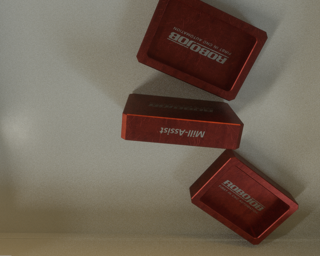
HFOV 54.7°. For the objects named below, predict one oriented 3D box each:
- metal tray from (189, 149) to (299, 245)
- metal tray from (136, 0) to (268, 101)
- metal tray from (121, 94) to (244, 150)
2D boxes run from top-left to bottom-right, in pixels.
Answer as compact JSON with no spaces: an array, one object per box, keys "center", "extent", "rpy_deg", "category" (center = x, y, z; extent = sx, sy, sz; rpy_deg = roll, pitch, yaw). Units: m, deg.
[{"center":[0.120,0.101,0.447],"extent":[0.130,0.030,0.090],"rpy_deg":[36,106,-13],"category":"metal tray"},{"center":[0.048,-0.099,0.372],"extent":[0.131,0.030,0.089],"rpy_deg":[22,108,-9],"category":"metal tray"},{"center":[0.024,-0.011,0.373],"extent":[0.131,0.090,0.030],"rpy_deg":[5,110,-3],"category":"metal tray"}]
